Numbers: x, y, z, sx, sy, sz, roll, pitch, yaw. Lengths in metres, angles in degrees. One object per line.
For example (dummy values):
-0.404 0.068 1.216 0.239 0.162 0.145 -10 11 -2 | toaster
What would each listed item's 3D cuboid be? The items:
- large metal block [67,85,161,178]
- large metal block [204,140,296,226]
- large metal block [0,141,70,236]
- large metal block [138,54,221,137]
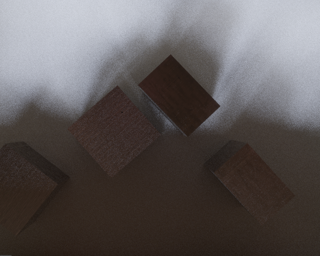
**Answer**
-0.055 0.004 0.398 0.080 0.050 0.080 -41 90 0 | large metal block
0.105 0.063 0.385 0.050 0.080 0.080 -42 90 0 | large metal block
-0.179 0.074 0.397 0.080 0.050 0.080 38 90 0 | large metal block
0.021 -0.036 0.384 0.050 0.080 0.080 -44 90 0 | large metal block
